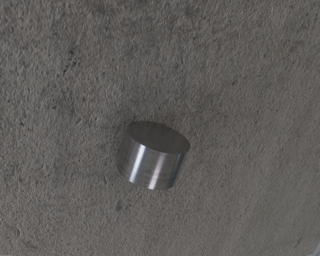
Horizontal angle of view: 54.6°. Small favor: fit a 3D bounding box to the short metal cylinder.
[{"bbox_3d":[-0.009,0.032,0.386,0.081,0.080,0.050,5,116,-31],"label":"short metal cylinder"}]
